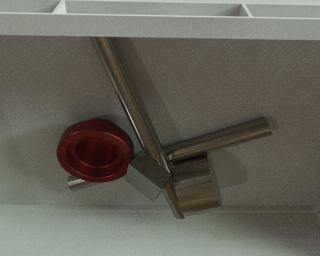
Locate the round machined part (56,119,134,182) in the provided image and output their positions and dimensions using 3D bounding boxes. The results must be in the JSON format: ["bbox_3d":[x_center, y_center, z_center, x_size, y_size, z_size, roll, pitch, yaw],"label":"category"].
[{"bbox_3d":[-0.084,0.026,0.418,0.099,0.042,0.097,-1,130,0],"label":"round machined part"}]

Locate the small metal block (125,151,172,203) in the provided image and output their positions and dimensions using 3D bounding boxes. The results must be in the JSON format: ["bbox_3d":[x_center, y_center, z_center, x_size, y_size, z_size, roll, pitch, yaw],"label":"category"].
[{"bbox_3d":[-0.017,0.065,0.409,0.050,0.025,0.050,36,147,12],"label":"small metal block"}]

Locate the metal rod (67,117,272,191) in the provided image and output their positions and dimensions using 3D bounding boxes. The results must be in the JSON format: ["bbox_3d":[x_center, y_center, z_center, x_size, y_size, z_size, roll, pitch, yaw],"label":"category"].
[{"bbox_3d":[0.004,0.041,0.443,0.301,0.025,0.025,-18,128,14],"label":"metal rod"}]

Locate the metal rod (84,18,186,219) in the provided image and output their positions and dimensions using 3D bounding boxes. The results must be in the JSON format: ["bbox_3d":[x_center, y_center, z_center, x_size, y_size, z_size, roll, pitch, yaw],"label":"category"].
[{"bbox_3d":[-0.016,0.011,0.393,0.025,0.025,0.299,-15,122,12],"label":"metal rod"}]

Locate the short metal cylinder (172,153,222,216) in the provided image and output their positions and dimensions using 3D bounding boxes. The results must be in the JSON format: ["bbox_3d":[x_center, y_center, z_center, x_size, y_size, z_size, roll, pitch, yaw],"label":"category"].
[{"bbox_3d":[0.054,0.080,0.440,0.050,0.080,0.080,-15,129,12],"label":"short metal cylinder"}]
